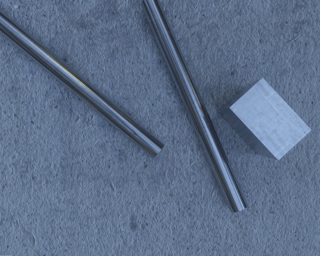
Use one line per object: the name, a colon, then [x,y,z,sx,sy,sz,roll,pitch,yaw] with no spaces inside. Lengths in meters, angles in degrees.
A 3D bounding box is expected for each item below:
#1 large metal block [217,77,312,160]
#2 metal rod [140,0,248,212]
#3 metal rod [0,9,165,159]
large metal block: [0.123,-0.010,0.383,0.050,0.080,0.080,-43,90,0]
metal rod: [0.045,-0.031,0.410,0.025,0.025,0.299,-23,90,0]
metal rod: [-0.117,-0.064,0.408,0.300,0.025,0.025,40,90,0]
